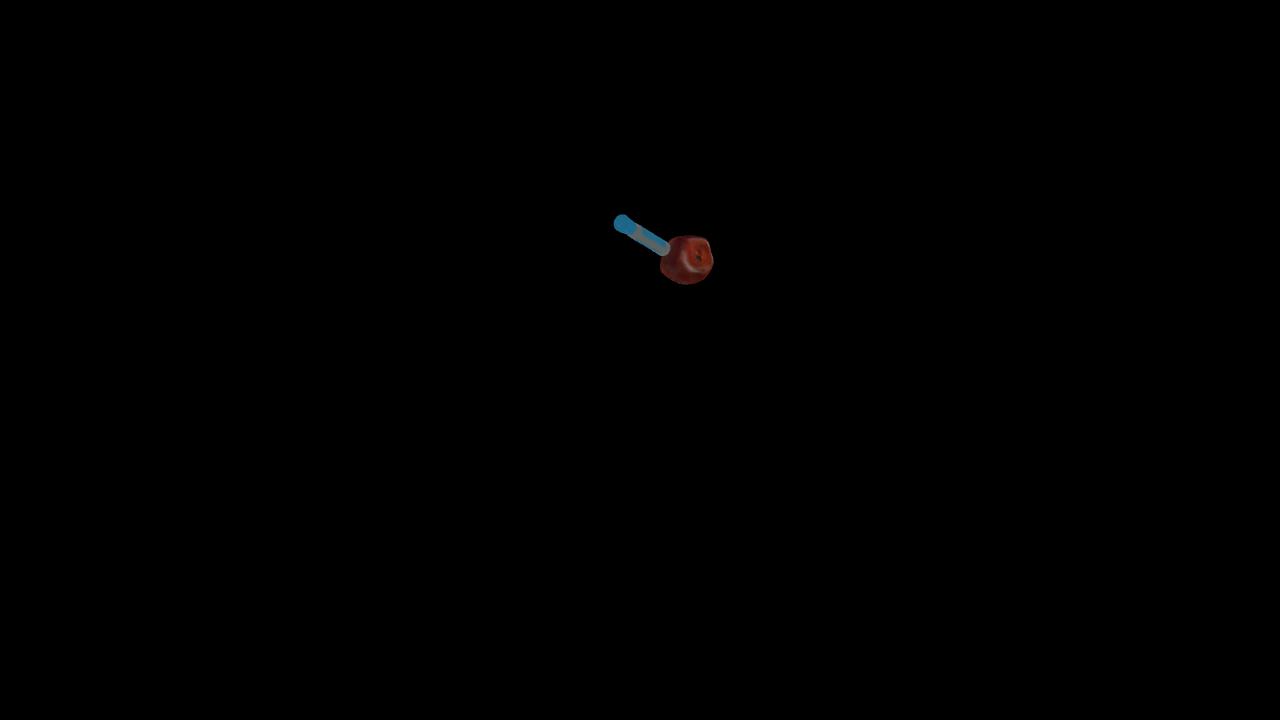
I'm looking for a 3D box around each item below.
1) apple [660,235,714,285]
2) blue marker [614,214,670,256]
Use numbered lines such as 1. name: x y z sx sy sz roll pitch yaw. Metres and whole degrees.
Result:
1. apple: 0.069 -0.152 0.943 0.079 0.079 0.093 0 1 -27
2. blue marker: 0.003 -0.143 0.708 0.020 0.020 0.121 0 -5 26
